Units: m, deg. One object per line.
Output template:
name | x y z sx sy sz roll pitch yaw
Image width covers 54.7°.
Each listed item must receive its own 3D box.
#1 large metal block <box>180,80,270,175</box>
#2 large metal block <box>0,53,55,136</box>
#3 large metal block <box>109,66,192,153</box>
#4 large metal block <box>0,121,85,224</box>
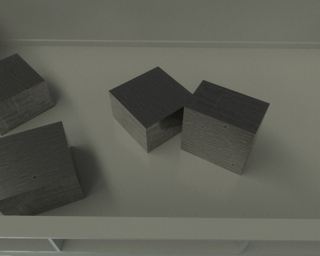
large metal block | 0.074 0.000 0.369 0.080 0.080 0.050 23 54 18
large metal block | -0.208 -0.049 0.428 0.080 0.050 0.080 -35 59 -26
large metal block | -0.009 -0.026 0.411 0.081 0.050 0.080 -31 57 -24
large metal block | -0.138 0.047 0.348 0.081 0.050 0.080 -17 52 -14
